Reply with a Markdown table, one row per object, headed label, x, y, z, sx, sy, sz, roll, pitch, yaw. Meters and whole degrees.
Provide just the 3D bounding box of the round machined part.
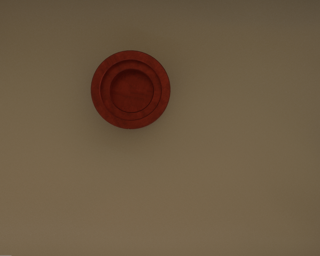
| label | x | y | z | sx | sy | sz | roll | pitch | yaw |
| --- | --- | --- | --- | --- | --- | --- | --- | --- | --- |
| round machined part | -0.036 | -0.047 | 0.403 | 0.099 | 0.042 | 0.097 | 0 | 90 | 0 |
